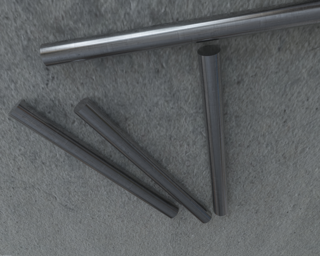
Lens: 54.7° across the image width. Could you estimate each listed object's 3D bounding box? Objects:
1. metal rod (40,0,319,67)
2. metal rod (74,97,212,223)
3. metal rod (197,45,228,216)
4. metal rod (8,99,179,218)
[{"bbox_3d":[0.024,-0.099,0.322,0.302,0.025,0.025,-8,130,6],"label":"metal rod"},{"bbox_3d":[-0.009,0.063,0.460,0.025,0.025,0.300,-29,125,22],"label":"metal rod"},{"bbox_3d":[0.078,0.028,0.431,0.025,0.025,0.298,-8,130,6],"label":"metal rod"},{"bbox_3d":[-0.078,0.059,0.455,0.025,0.025,0.301,-35,123,25],"label":"metal rod"}]
